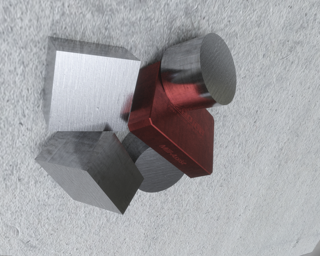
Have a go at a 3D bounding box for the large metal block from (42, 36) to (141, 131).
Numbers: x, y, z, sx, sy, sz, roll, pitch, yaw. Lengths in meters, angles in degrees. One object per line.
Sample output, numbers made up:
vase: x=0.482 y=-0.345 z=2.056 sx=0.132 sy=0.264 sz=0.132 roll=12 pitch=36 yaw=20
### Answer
large metal block: x=-0.074 y=-0.043 z=0.322 sx=0.081 sy=0.050 sz=0.079 roll=1 pitch=118 yaw=-29

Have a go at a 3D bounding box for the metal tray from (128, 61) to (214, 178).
metal tray: x=0.021 y=-0.006 z=0.376 sx=0.030 sy=0.090 sz=0.130 roll=-17 pitch=139 yaw=33

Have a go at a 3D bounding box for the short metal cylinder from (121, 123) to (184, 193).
short metal cylinder: x=-0.008 y=0.039 z=0.413 sx=0.081 sy=0.050 sz=0.079 roll=-14 pitch=124 yaw=-21

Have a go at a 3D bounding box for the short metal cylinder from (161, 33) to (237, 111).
short metal cylinder: x=0.046 y=-0.062 z=0.354 sx=0.080 sy=0.050 sz=0.080 roll=12 pitch=74 yaw=-49

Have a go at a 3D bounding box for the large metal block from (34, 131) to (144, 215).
large metal block: x=-0.077 y=0.047 z=0.351 sx=0.050 sy=0.080 sz=0.080 roll=-59 pitch=139 yaw=-33
